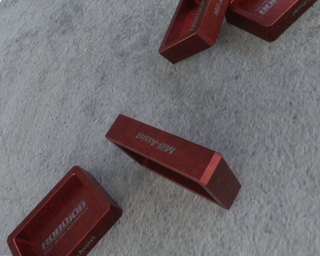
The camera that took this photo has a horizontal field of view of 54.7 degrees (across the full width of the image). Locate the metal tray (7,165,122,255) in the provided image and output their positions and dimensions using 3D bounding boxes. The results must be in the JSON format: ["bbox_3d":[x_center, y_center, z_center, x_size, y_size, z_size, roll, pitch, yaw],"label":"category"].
[{"bbox_3d":[-0.121,0.123,0.386,0.130,0.030,0.090,-48,52,-6],"label":"metal tray"}]

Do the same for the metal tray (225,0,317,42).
[{"bbox_3d":[0.164,-0.187,0.429,0.130,0.030,0.090,-43,51,-3],"label":"metal tray"}]

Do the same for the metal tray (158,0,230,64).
[{"bbox_3d":[0.054,-0.163,0.447,0.090,0.030,0.130,-11,52,54],"label":"metal tray"}]

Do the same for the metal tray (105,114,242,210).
[{"bbox_3d":[0.013,0.035,0.332,0.130,0.090,0.030,21,73,35],"label":"metal tray"}]
